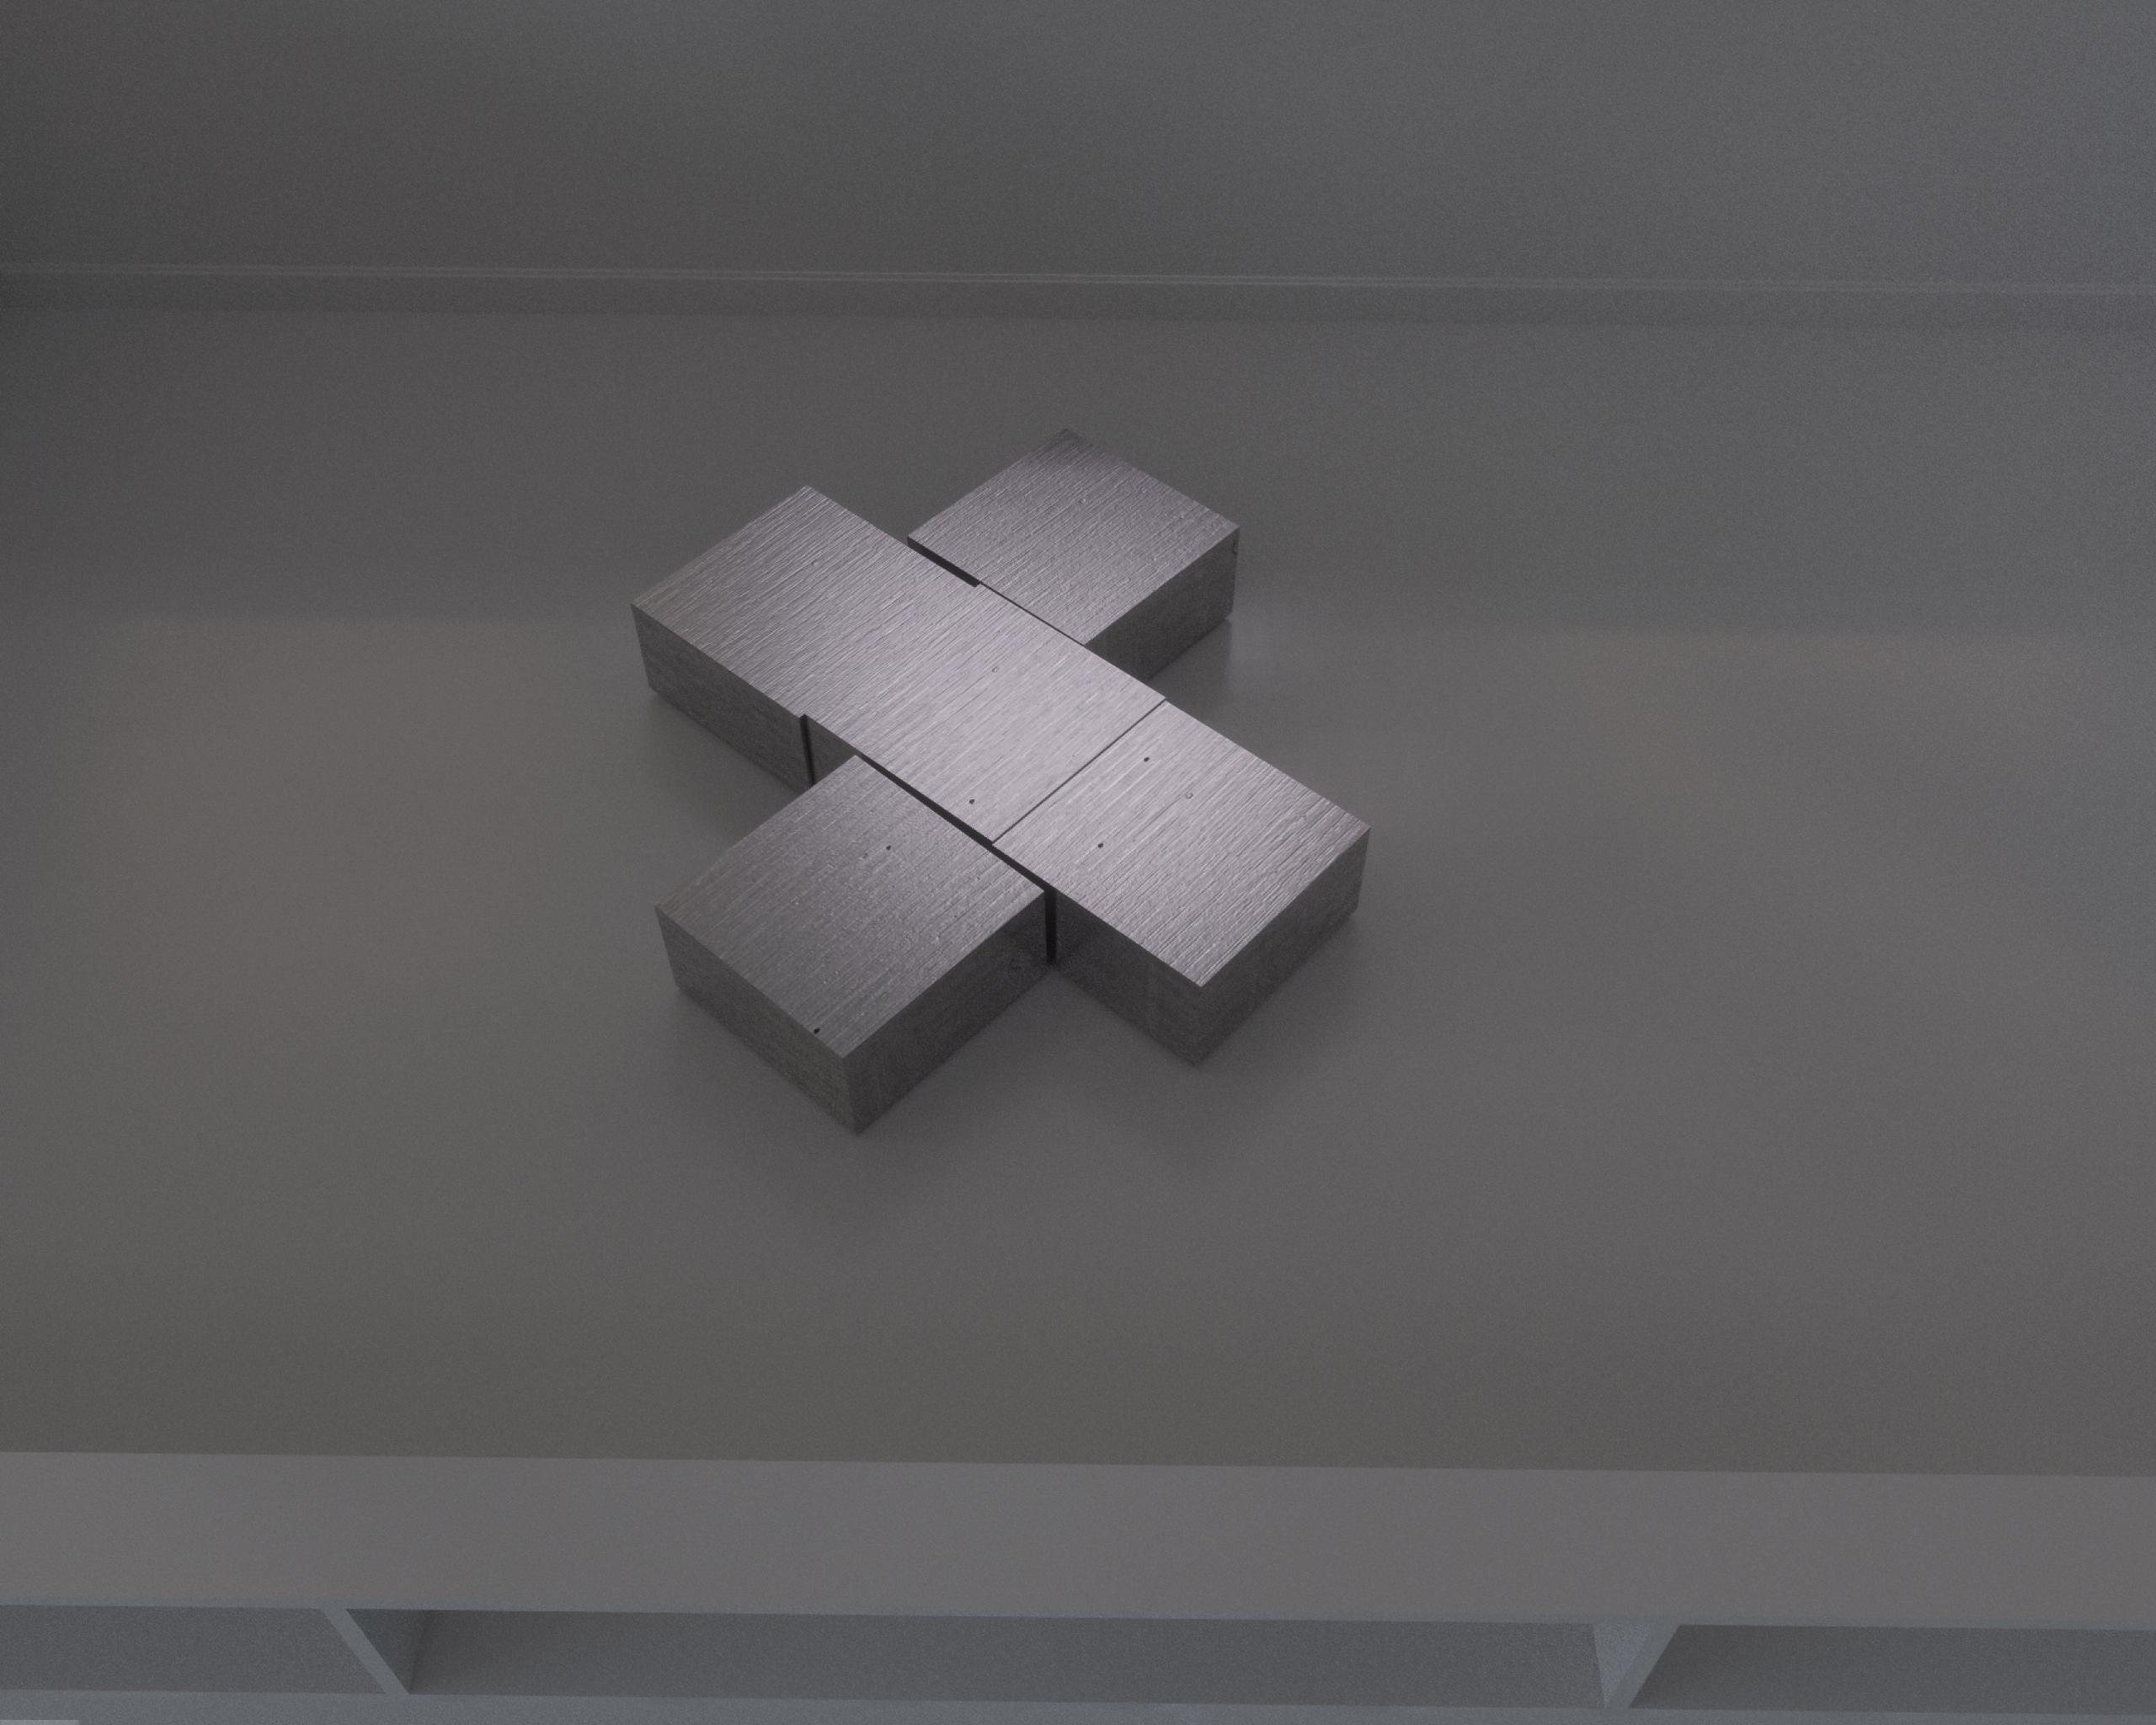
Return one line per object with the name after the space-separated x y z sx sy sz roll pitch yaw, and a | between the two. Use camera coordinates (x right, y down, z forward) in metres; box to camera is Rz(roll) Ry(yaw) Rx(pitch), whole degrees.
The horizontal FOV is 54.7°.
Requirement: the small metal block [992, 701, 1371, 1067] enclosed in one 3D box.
0.020 0.003 0.400 0.050 0.025 0.050 34 58 25 | small metal block

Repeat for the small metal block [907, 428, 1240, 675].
-0.001 -0.063 0.455 0.050 0.025 0.050 34 57 25 | small metal block

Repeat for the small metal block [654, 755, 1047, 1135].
-0.042 0.014 0.391 0.050 0.025 0.050 35 59 26 | small metal block

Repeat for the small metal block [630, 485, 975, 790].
-0.057 -0.047 0.442 0.050 0.025 0.050 34 58 25 | small metal block

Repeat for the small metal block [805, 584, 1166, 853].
-0.018 -0.023 0.420 0.050 0.025 0.050 34 58 25 | small metal block
